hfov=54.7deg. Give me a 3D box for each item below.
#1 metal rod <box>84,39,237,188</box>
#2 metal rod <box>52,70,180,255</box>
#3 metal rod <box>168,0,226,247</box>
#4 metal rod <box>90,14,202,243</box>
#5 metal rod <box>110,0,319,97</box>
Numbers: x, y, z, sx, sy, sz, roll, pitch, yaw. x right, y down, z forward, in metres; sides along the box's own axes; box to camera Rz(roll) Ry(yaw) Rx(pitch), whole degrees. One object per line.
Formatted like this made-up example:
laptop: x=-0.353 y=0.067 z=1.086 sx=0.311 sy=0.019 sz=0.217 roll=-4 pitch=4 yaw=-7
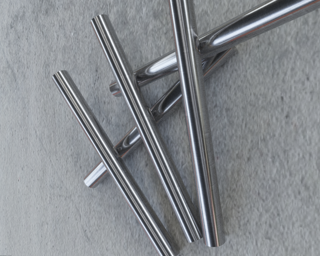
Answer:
metal rod: x=-0.017 y=-0.005 z=0.416 sx=0.299 sy=0.025 sz=0.025 roll=-44 pitch=64 yaw=30
metal rod: x=-0.067 y=0.043 z=0.425 sx=0.025 sy=0.025 sz=0.299 roll=-42 pitch=75 yaw=32
metal rod: x=0.038 y=-0.016 z=0.326 sx=0.025 sy=0.025 sz=0.298 roll=-1 pitch=104 yaw=40
metal rod: x=-0.017 y=-0.005 z=0.385 sx=0.025 sy=0.025 sz=0.299 roll=-29 pitch=82 yaw=36
metal rod: x=0.034 y=-0.083 z=0.345 sx=0.299 sy=0.025 sz=0.025 roll=-15 pitch=81 yaw=48
